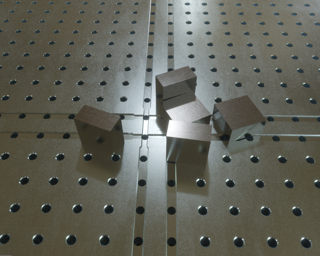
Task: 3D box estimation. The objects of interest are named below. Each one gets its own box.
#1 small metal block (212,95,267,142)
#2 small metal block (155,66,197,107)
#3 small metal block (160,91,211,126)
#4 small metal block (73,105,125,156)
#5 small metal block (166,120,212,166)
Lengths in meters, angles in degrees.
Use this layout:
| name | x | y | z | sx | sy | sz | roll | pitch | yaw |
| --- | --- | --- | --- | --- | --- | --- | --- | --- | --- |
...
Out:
| name | x | y | z | sx | sy | sz | roll | pitch | yaw |
| --- | --- | --- | --- | --- | --- | --- | --- | --- | --- |
| small metal block | 0.106 | -0.013 | 0.420 | 0.050 | 0.025 | 0.050 | -15 | 52 | -13 |
| small metal block | 0.022 | -0.054 | 0.437 | 0.050 | 0.050 | 0.025 | -20 | 53 | -16 |
| small metal block | 0.034 | -0.018 | 0.423 | 0.050 | 0.025 | 0.050 | -21 | 53 | -17 |
| small metal block | -0.075 | 0.003 | 0.388 | 0.050 | 0.050 | 0.025 | 18 | 53 | 15 |
| small metal block | 0.034 | 0.019 | 0.376 | 0.050 | 0.050 | 0.025 | 7 | 51 | 6 |
